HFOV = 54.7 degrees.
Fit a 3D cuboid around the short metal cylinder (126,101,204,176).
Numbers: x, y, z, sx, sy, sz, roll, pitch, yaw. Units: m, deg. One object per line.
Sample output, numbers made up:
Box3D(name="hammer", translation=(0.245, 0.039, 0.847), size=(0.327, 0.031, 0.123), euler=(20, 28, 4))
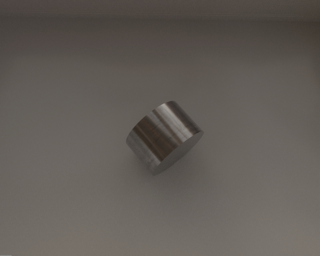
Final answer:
Box3D(name="short metal cylinder", translation=(0.006, 0.013, 0.376), size=(0.080, 0.080, 0.050), euler=(-37, 75, -13))
